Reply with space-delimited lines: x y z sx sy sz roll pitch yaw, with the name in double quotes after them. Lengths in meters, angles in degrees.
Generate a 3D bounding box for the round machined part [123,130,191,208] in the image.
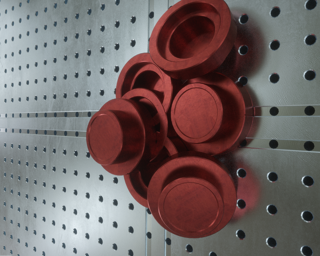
0.001 0.051 0.398 0.098 0.042 0.097 0 90 40 "round machined part"

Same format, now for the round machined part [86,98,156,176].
-0.055 0.011 0.390 0.098 0.042 0.097 0 90 40 "round machined part"

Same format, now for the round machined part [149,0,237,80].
0.040 -0.097 0.352 0.098 0.042 0.098 -14 62 28 "round machined part"

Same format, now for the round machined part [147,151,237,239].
0.034 0.078 0.339 0.098 0.042 0.097 1 103 7 "round machined part"

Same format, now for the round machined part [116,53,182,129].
-0.010 -0.046 0.408 0.098 0.042 0.097 0 90 40 "round machined part"

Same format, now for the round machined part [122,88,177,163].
-0.015 -0.002 0.411 0.098 0.042 0.097 0 90 40 "round machined part"

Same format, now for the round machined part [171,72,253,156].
0.052 -0.016 0.356 0.098 0.042 0.097 0 90 40 "round machined part"
